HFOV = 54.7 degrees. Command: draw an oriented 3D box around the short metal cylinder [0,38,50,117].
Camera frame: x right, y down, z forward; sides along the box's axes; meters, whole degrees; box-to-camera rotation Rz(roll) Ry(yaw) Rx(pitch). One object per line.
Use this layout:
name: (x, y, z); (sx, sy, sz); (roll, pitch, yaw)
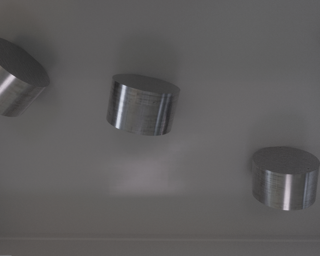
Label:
short metal cylinder: (-0.178, -0.059, 0.359); (0.080, 0.080, 0.050); (43, 105, -14)

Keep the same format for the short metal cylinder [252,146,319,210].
short metal cylinder: (0.163, 0.063, 0.407); (0.080, 0.080, 0.050); (-4, 110, 1)

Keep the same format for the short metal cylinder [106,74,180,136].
short metal cylinder: (-0.020, -0.030, 0.371); (0.081, 0.080, 0.050); (11, 110, -4)
